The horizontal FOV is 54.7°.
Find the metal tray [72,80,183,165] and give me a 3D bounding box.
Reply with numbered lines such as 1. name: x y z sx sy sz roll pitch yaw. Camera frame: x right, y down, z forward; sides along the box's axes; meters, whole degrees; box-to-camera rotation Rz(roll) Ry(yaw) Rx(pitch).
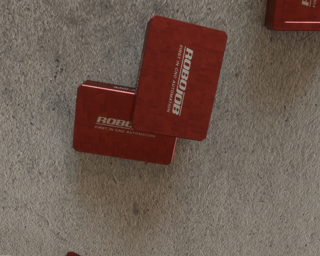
1. metal tray: -0.042 -0.006 0.404 0.131 0.030 0.089 9 110 -4

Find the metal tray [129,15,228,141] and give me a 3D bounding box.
1. metal tray: 0.020 -0.056 0.365 0.091 0.030 0.129 9 97 -12

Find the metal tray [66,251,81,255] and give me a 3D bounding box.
1. metal tray: -0.116 0.268 0.504 0.130 0.030 0.090 34 106 -12

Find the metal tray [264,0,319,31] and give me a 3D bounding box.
1. metal tray: 0.172 -0.176 0.343 0.091 0.030 0.129 0 110 -1
